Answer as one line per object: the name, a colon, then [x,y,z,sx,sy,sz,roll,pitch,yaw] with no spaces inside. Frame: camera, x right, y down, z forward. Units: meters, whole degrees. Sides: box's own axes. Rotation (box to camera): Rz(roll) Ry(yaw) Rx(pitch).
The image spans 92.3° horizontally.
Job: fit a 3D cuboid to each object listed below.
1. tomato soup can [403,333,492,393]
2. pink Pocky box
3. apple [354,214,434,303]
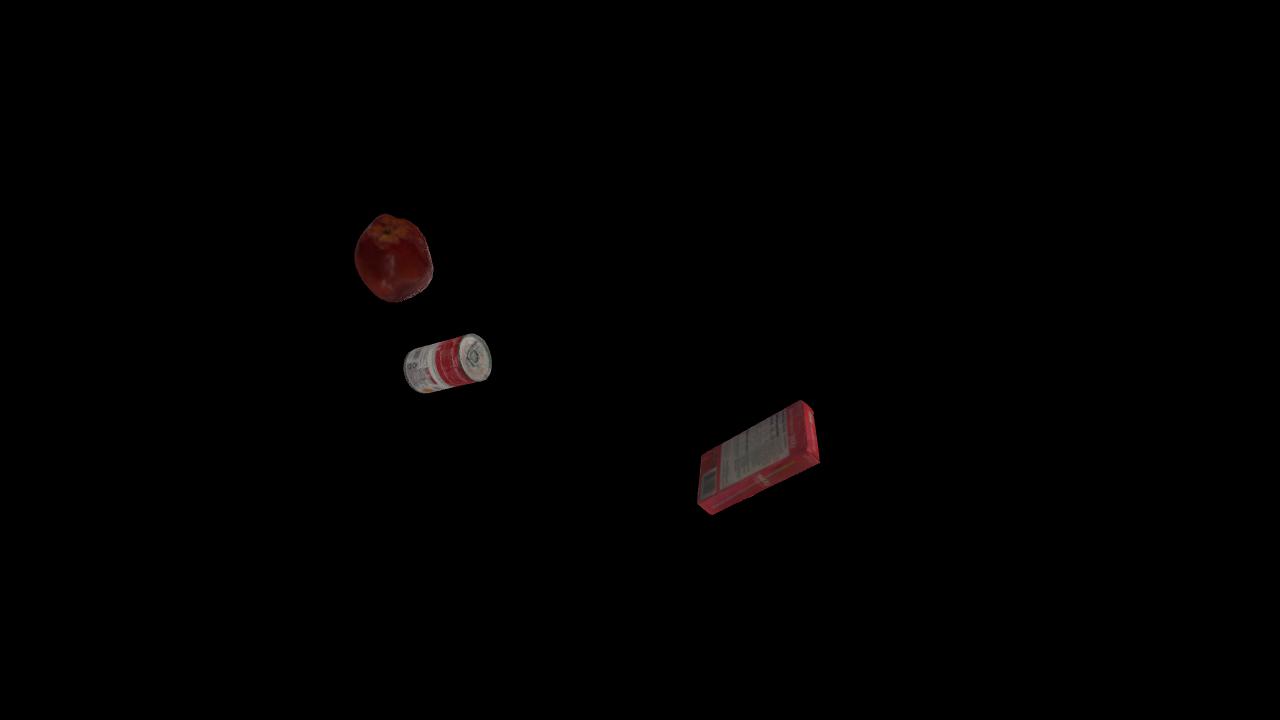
tomato soup can: [-0.267,0.007,0.854,0.101,0.068,0.068,-13,-5,23]
pink Pocky box: [0.135,0.115,0.718,0.155,0.029,0.084,-35,24,29]
apple: [-0.252,-0.102,0.631,0.079,0.079,0.093,0,-28,-19]
